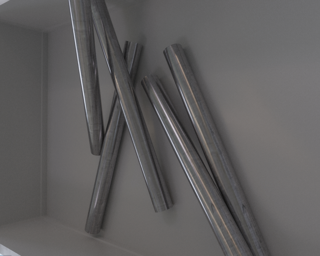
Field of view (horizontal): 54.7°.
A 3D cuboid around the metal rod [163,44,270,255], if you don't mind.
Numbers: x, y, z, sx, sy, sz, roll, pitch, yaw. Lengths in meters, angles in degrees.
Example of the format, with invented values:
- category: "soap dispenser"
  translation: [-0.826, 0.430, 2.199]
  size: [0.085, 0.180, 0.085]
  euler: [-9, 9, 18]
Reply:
- category: "metal rod"
  translation: [0.065, 0.035, 0.352]
  size: [0.025, 0.025, 0.299]
  euler: [-32, 70, 35]

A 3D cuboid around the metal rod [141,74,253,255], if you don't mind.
- category: "metal rod"
  translation: [0.043, 0.054, 0.347]
  size: [0.025, 0.025, 0.299]
  euler: [-45, 56, 31]

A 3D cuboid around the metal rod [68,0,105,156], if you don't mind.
- category: "metal rod"
  translation: [-0.094, -0.083, 0.400]
  size: [0.025, 0.025, 0.298]
  euler: [33, 137, 35]

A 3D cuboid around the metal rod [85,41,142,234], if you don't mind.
- category: "metal rod"
  translation: [-0.072, 0.021, 0.466]
  size: [0.025, 0.025, 0.298]
  euler: [23, 104, 37]

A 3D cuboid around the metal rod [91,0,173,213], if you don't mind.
- category: "metal rod"
  translation: [-0.042, -0.035, 0.416]
  size: [0.025, 0.025, 0.299]
  euler: [-23, 83, 38]
